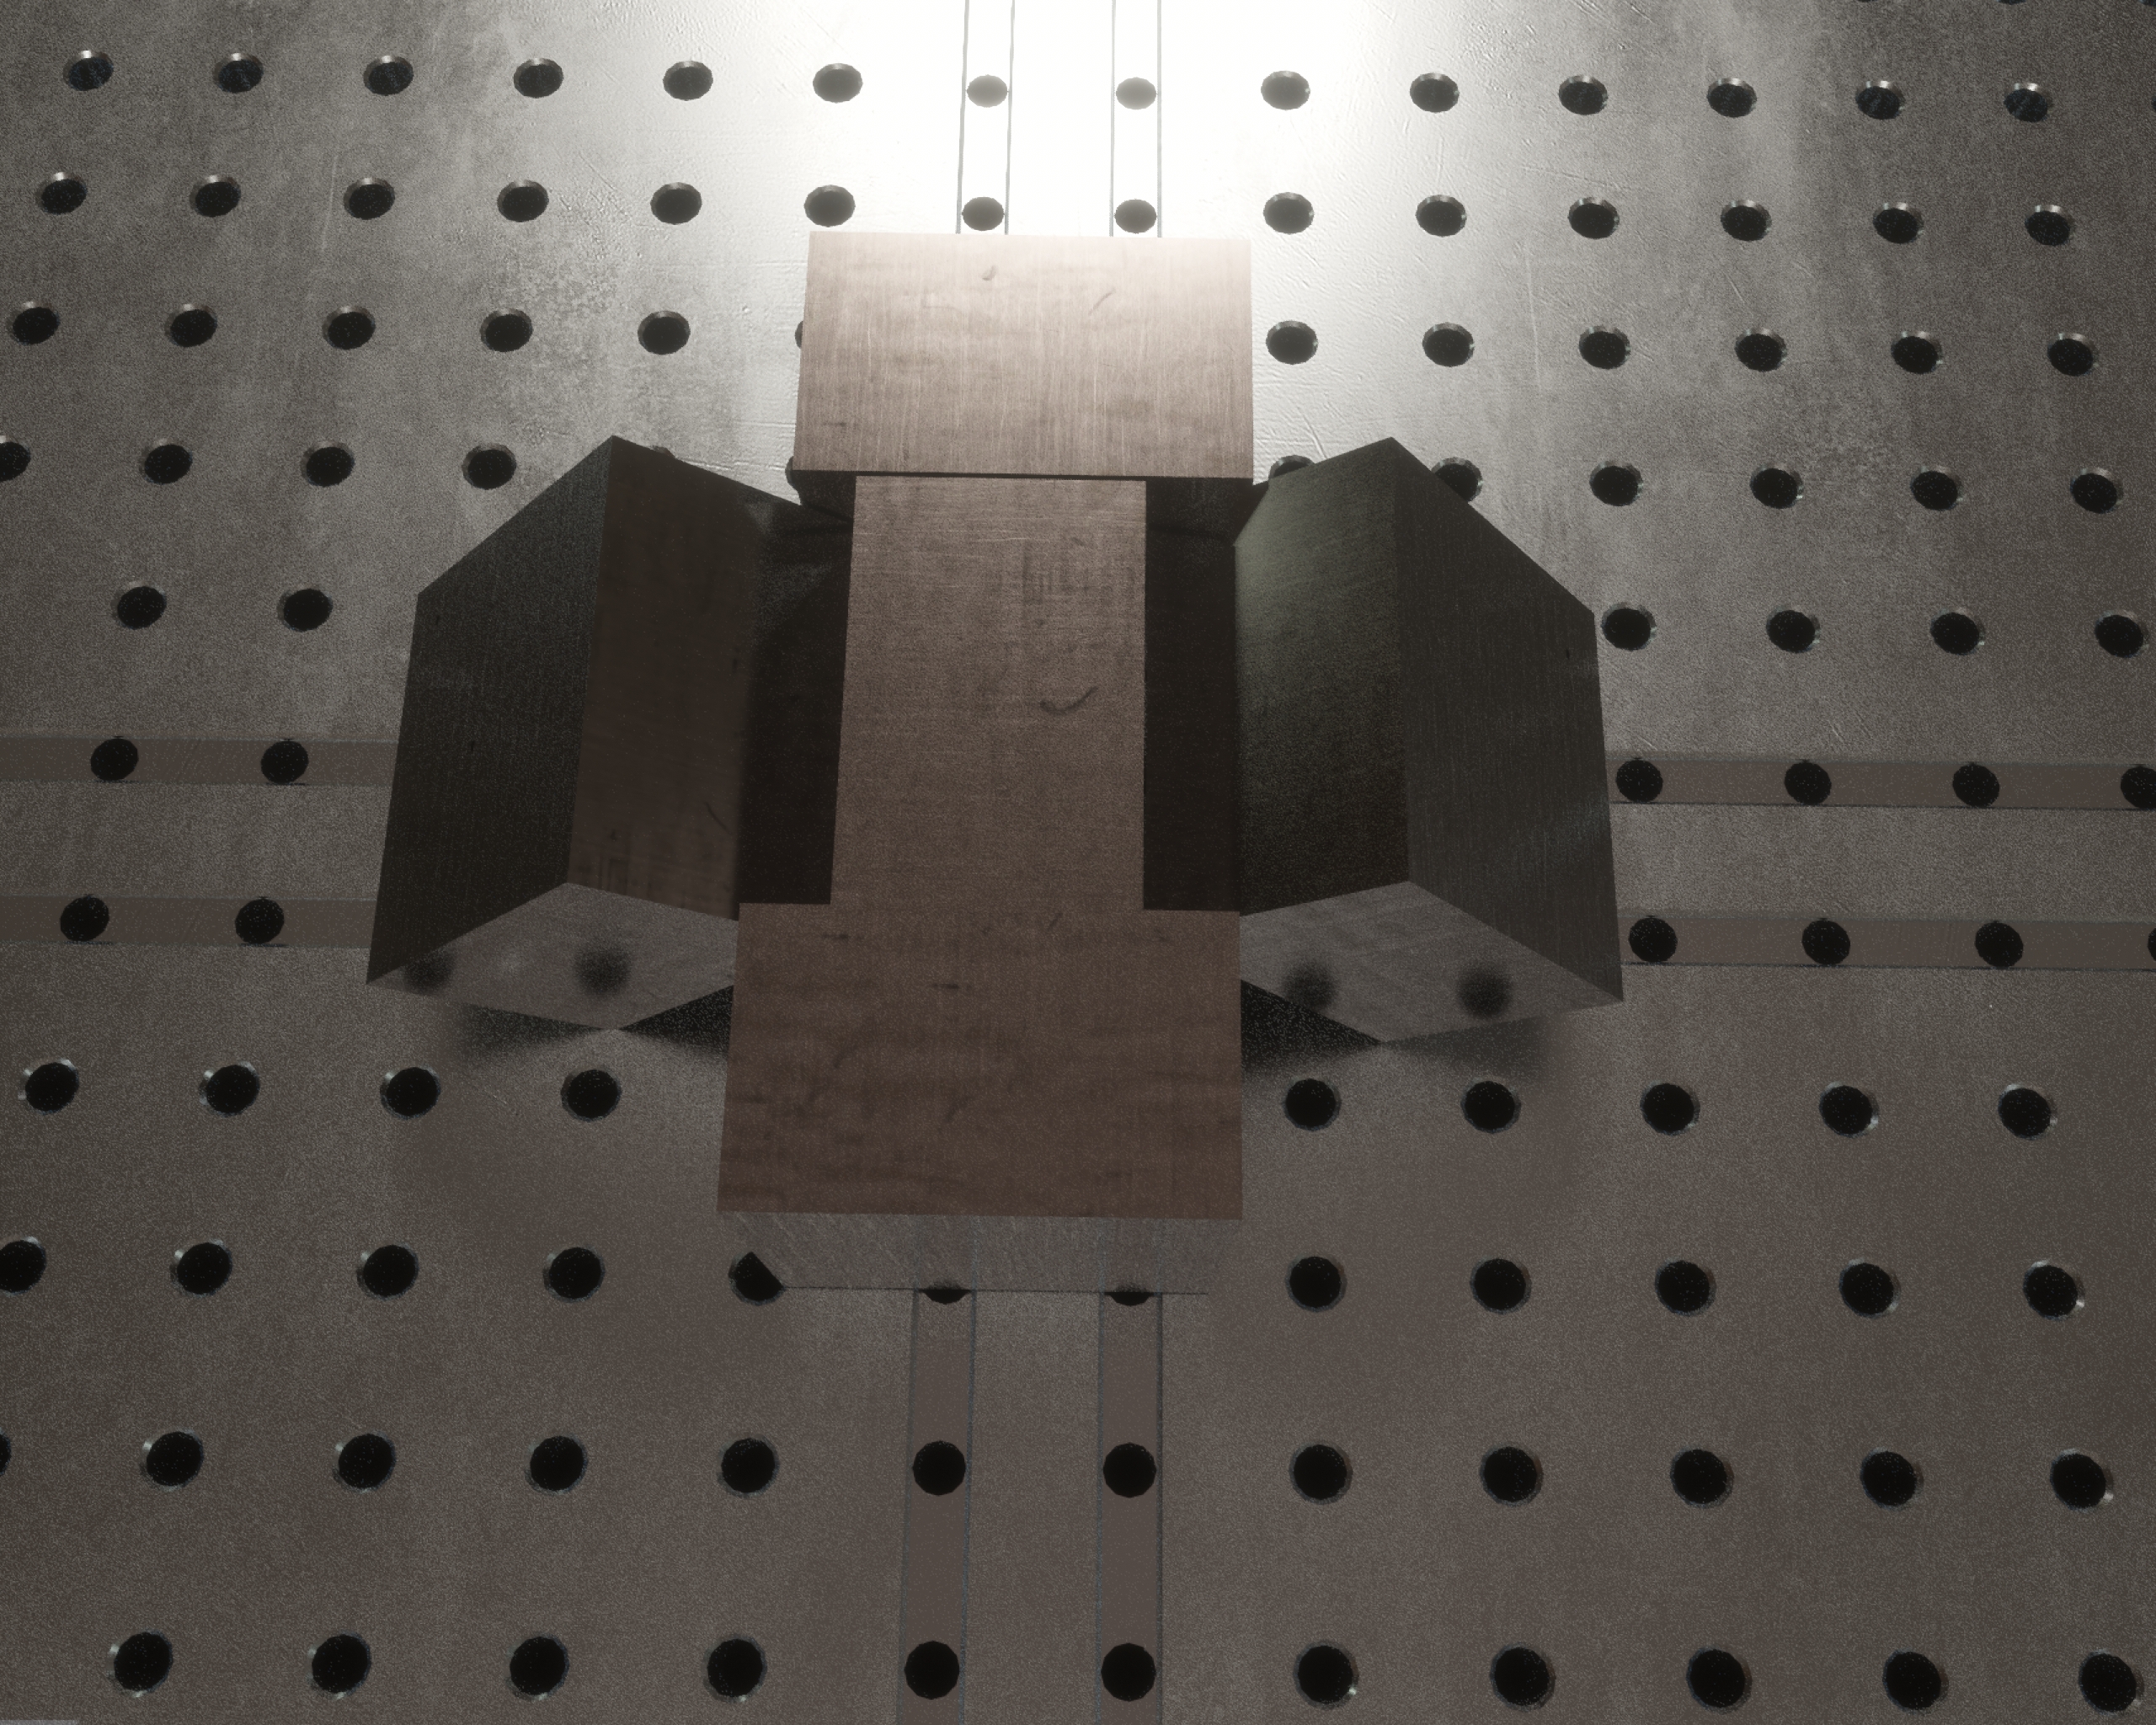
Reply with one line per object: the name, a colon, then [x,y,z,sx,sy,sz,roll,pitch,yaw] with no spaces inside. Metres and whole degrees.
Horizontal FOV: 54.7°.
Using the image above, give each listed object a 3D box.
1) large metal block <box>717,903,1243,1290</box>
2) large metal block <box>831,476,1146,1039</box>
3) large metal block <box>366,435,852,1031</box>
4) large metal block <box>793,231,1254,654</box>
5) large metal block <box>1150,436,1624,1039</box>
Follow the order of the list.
large metal block: [-0.015,0.044,0.365,0.081,0.080,0.050,1,70,0]
large metal block: [-0.014,-0.016,0.387,0.050,0.080,0.080,1,70,0]
large metal block: [-0.085,-0.019,0.382,0.050,0.080,0.080,16,66,-37]
large metal block: [-0.009,-0.078,0.410,0.081,0.080,0.050,1,70,0]
large metal block: [0.057,-0.018,0.381,0.050,0.080,0.080,-14,65,35]
